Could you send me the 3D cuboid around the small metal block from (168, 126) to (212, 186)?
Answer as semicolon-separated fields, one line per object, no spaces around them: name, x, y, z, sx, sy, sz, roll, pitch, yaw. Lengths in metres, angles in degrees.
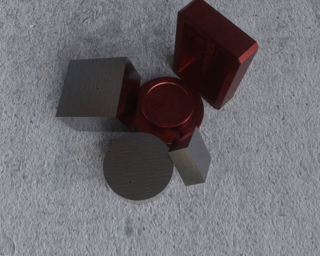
small metal block;0.037;0.033;0.373;0.025;0.050;0.050;-17;112;26

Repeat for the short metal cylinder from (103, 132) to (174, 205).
short metal cylinder;-0.025;0.051;0.378;0.081;0.050;0.080;0;70;0

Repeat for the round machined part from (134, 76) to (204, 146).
round machined part;0.009;-0.026;0.411;0.099;0.042;0.098;0;70;-1

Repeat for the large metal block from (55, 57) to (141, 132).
large metal block;-0.076;-0.041;0.397;0.080;0.050;0.080;1;69;18

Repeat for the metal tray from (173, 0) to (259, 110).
metal tray;0.060;-0.084;0.384;0.030;0.130;0.090;-43;76;-14
